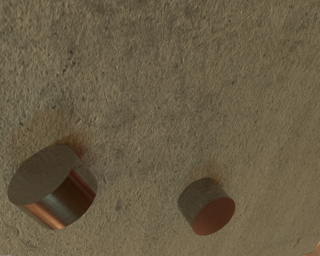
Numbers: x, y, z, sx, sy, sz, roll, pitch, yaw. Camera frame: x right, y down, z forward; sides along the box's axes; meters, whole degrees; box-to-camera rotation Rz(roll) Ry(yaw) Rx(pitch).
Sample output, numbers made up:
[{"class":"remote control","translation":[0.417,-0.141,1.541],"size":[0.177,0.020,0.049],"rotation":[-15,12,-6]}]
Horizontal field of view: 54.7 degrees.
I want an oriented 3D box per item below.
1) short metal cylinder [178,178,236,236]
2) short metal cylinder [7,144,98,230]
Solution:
[{"class":"short metal cylinder","translation":[0.076,0.130,0.513],"size":[0.081,0.050,0.079],"rotation":[-14,124,-21]},{"class":"short metal cylinder","translation":[-0.118,0.065,0.347],"size":[0.080,0.080,0.050],"rotation":[-33,129,-7]}]
